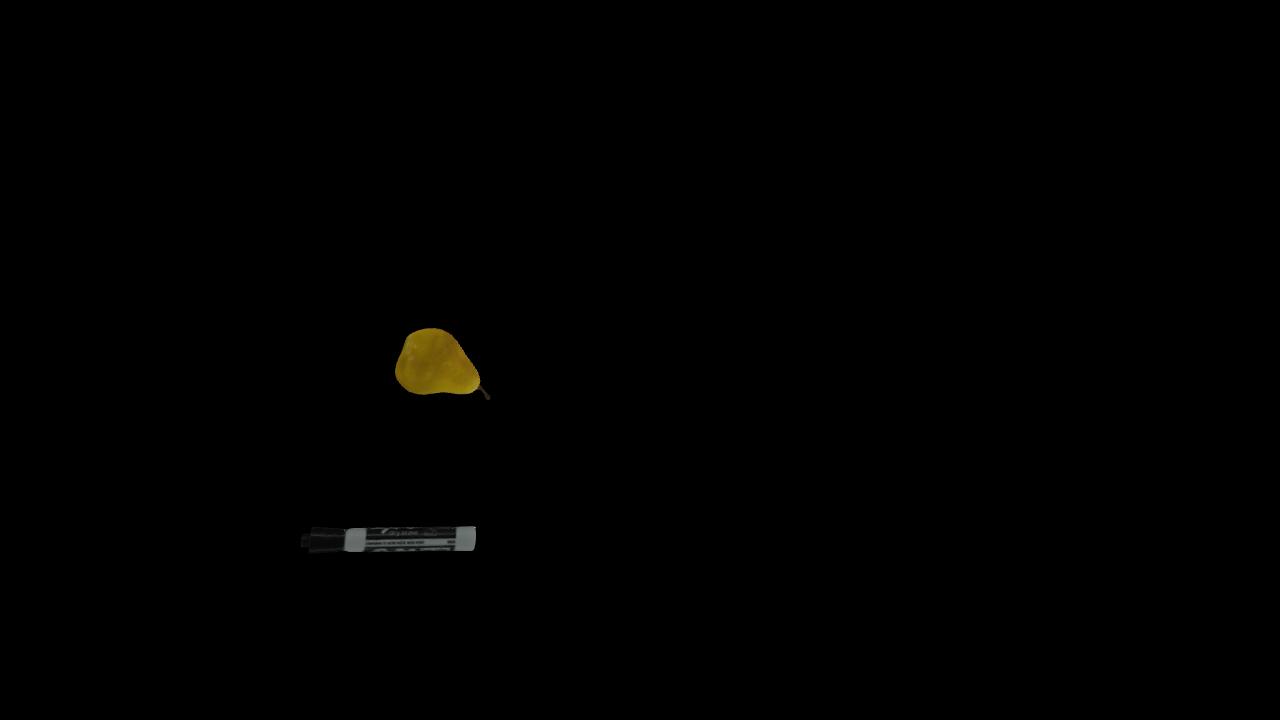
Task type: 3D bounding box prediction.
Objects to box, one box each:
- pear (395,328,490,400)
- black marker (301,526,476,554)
[{"bbox_3d":[-0.222,0.009,0.714,0.111,0.080,0.080,20,-7,-20],"label":"pear"},{"bbox_3d":[-0.186,0.135,0.461,0.121,0.020,0.020,6,-2,-23],"label":"black marker"}]
